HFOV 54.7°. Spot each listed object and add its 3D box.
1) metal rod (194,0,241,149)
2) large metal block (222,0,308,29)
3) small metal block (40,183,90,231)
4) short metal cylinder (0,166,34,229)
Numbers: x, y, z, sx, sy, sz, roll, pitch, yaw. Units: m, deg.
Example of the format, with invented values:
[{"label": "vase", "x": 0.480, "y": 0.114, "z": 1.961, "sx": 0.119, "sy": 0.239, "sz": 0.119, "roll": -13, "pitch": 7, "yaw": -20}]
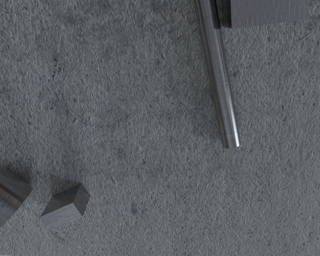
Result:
[{"label": "metal rod", "x": 0.060, "y": -0.114, "z": 0.368, "sx": 0.025, "sy": 0.025, "sz": 0.298, "roll": -13, "pitch": 110, "yaw": 4}, {"label": "large metal block", "x": 0.112, "y": -0.157, "z": 0.340, "sx": 0.080, "sy": 0.050, "sz": 0.079, "roll": -7, "pitch": 110, "yaw": 2}, {"label": "small metal block", "x": -0.131, "y": 0.110, "z": 0.435, "sx": 0.050, "sy": 0.050, "sz": 0.025, "roll": -25, "pitch": 109, "yaw": 8}, {"label": "short metal cylinder", "x": -0.218, "y": 0.097, "z": 0.413, "sx": 0.050, "sy": 0.080, "sz": 0.080, "roll": 42, "pitch": 104, "yaw": -14}]
